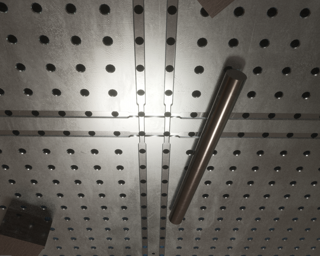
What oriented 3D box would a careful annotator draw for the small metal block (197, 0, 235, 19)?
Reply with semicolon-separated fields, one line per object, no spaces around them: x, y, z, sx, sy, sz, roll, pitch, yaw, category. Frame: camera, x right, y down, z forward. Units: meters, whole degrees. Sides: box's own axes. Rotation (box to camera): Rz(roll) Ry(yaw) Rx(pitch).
0.053;-0.142;0.291;0.050;0.025;0.050;-35;122;25;small metal block

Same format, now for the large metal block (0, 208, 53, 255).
-0.254;0.198;0.560;0.080;0.050;0.080;25;126;-20;large metal block

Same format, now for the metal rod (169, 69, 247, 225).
0.058;0.049;0.454;0.025;0.025;0.298;9;130;-8;metal rod
